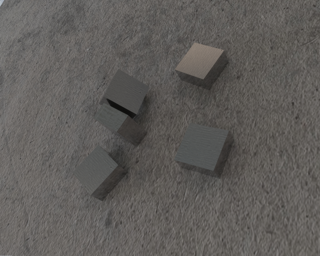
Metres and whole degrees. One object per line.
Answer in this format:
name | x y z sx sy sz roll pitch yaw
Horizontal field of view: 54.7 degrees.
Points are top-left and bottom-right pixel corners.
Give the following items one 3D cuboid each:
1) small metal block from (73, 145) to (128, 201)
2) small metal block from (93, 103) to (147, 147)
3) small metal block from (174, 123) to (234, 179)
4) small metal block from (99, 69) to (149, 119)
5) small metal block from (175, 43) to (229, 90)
small metal block | -0.079 0.059 0.409 0.050 0.025 0.050 -48 51 -6
small metal block | -0.053 -0.004 0.418 0.050 0.050 0.025 27 79 37
small metal block | 0.052 0.026 0.361 0.050 0.025 0.050 13 68 33
small metal block | -0.050 -0.046 0.437 0.025 0.050 0.050 -38 27 58
small metal block | 0.058 -0.086 0.426 0.050 0.025 0.050 27 77 37
